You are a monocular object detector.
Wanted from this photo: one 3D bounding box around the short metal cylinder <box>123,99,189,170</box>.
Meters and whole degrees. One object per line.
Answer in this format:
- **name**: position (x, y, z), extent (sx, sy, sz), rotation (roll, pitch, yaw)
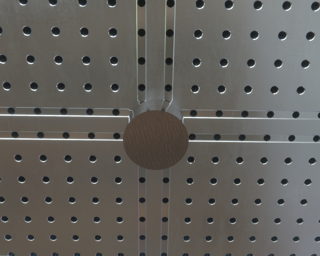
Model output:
- **short metal cylinder**: position (-0.005, 0.008, 0.403), extent (0.081, 0.050, 0.079), rotation (0, 110, -1)
